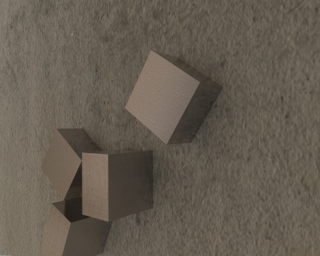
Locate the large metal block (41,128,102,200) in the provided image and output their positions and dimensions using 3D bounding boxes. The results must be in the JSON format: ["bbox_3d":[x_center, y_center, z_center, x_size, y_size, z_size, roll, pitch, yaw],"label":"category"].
[{"bbox_3d":[-0.140,0.056,0.501,0.080,0.050,0.080,43,115,31],"label":"large metal block"}]

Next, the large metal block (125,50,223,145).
[{"bbox_3d":[0.015,-0.036,0.375,0.080,0.050,0.079,41,114,32],"label":"large metal block"}]

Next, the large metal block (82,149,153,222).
[{"bbox_3d":[-0.055,0.071,0.412,0.050,0.081,0.079,0,90,40],"label":"large metal block"}]

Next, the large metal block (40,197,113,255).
[{"bbox_3d":[-0.123,0.153,0.468,0.050,0.081,0.079,28,108,36],"label":"large metal block"}]
